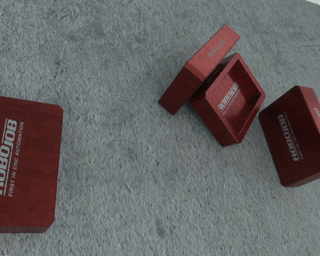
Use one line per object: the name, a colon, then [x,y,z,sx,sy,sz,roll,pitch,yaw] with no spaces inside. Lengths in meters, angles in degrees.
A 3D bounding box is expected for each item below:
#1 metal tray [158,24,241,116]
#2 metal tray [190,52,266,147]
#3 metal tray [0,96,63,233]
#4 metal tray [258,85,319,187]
metal tray: [0.057,-0.084,0.443,0.030,0.090,0.131,40,51,0]
metal tray: [0.107,-0.045,0.468,0.090,0.030,0.131,52,49,-14]
metal tray: [-0.147,0.033,0.301,0.091,0.030,0.130,9,58,-24]
metal tray: [0.205,0.013,0.463,0.030,0.090,0.130,5,60,-26]
